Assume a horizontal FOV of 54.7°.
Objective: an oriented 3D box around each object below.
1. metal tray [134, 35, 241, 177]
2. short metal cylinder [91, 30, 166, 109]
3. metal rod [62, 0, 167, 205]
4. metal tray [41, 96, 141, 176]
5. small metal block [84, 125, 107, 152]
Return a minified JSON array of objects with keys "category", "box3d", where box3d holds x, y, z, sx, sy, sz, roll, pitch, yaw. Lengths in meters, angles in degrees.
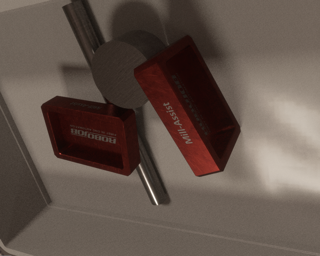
[{"category":"metal tray","box3d":[0.036,-0.025,0.331,0.030,0.090,0.130,-21,107,36]},{"category":"short metal cylinder","box3d":[-0.032,-0.069,0.365,0.080,0.050,0.079,13,124,20]},{"category":"metal rod","box3d":[-0.053,-0.019,0.423,0.025,0.025,0.299,-8,115,31]},{"category":"metal tray","box3d":[-0.094,0.009,0.425,0.130,0.030,0.089,10,123,23]},{"category":"small metal block","box3d":[-0.082,0.012,0.457,0.050,0.025,0.050,11,123,22]}]
